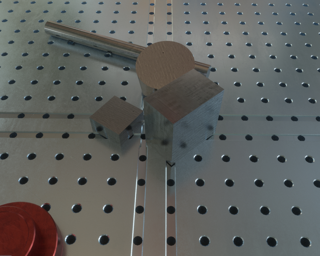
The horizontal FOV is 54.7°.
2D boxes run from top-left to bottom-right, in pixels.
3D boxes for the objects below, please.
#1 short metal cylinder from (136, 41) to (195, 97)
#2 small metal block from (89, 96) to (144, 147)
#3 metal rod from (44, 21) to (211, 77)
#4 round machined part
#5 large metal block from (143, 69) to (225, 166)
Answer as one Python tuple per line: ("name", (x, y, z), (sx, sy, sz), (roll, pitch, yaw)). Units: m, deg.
("short metal cylinder", (0.009, -0.076, 0.442), (0.080, 0.050, 0.080), (-2, 65, 5))
("small metal block", (-0.057, -0.010, 0.416), (0.050, 0.025, 0.050), (29, 56, 22))
("metal rod", (-0.062, -0.133, 0.518), (0.301, 0.025, 0.025), (19, 53, 15))
("round machined part", (-0.149, 0.115, 0.298), (0.099, 0.042, 0.098), (0, 50, 0))
("large metal block", (0.028, -0.013, 0.383), (0.080, 0.080, 0.050), (-34, 58, -25))
